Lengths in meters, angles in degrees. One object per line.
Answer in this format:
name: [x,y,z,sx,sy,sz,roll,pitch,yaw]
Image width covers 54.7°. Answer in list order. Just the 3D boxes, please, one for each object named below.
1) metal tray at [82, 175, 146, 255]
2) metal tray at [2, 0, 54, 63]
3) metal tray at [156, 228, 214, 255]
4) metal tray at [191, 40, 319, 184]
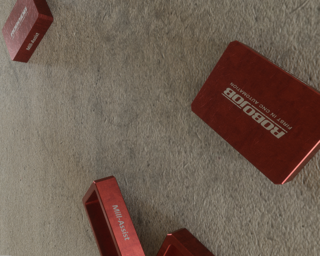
metal tray: [-0.068,0.144,0.438,0.130,0.030,0.090,65,147,19]
metal tray: [-0.270,-0.207,0.625,0.129,0.030,0.090,-41,66,32]
metal tray: [0.025,0.203,0.380,0.090,0.030,0.129,37,112,33]
metal tray: [0.103,-0.019,0.317,0.130,0.030,0.089,45,117,30]
